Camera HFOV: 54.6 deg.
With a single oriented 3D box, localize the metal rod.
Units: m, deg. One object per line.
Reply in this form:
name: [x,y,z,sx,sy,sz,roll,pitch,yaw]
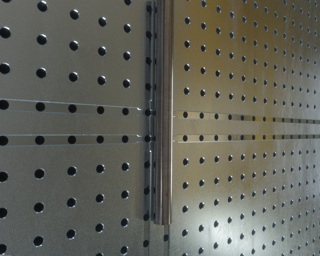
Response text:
metal rod: [0.005,-0.024,0.412,0.025,0.025,0.298,1,90,-40]
